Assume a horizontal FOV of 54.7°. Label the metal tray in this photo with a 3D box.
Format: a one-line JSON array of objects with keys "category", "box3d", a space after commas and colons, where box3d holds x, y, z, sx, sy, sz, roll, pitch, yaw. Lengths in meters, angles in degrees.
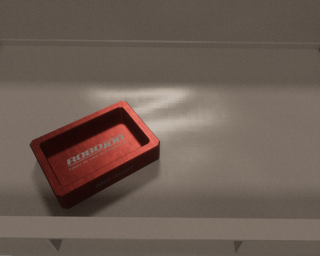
[{"category": "metal tray", "box3d": [-0.077, 0.027, 0.378, 0.131, 0.030, 0.090, -27, 55, -21]}]
